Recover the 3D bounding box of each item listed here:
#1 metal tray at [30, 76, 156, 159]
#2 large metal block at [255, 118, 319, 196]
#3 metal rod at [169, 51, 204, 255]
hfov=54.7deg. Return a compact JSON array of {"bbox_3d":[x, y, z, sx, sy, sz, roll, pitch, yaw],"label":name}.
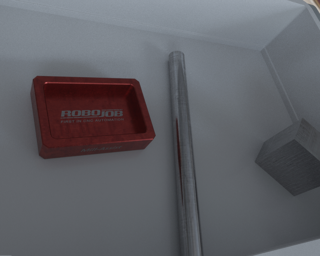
[{"bbox_3d":[-0.079,-0.016,0.370,0.131,0.030,0.090,-4,64,-30],"label":"metal tray"},{"bbox_3d":[0.204,0.045,0.456,0.080,0.080,0.050,41,51,-1],"label":"large metal block"},{"bbox_3d":[0.031,0.015,0.414,0.025,0.025,0.299,12,57,-22],"label":"metal rod"}]
